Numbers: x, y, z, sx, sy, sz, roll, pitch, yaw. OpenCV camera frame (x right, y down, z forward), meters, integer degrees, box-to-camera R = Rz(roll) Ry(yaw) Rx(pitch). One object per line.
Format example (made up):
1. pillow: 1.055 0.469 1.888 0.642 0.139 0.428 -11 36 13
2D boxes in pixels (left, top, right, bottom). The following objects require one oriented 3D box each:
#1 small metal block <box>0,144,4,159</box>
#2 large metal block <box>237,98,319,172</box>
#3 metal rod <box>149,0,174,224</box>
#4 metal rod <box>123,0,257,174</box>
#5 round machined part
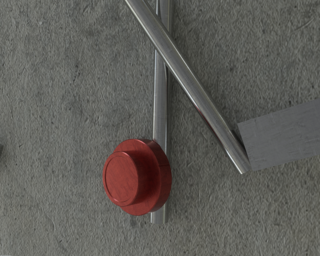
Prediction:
1. small metal block: -0.292 0.044 0.510 0.050 0.025 0.050 21 97 18
2. large metal block: 0.134 0.007 0.332 0.080 0.080 0.050 -18 84 19
3. metal rod: 0.003 -0.026 0.407 0.025 0.025 0.298 2 91 19
4. metal rod: 0.023 -0.076 0.378 0.025 0.025 0.299 -34 87 16
5. round machined part: -0.036 0.062 0.394 0.098 0.042 0.097 -1 89 42
